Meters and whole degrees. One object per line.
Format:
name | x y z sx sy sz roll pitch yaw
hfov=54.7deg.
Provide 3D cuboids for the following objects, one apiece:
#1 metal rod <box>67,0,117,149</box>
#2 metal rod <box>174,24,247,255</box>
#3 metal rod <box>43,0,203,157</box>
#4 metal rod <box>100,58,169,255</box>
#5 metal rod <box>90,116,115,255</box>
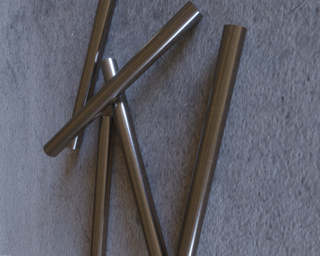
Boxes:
metal rod | -0.105 -0.108 0.488 0.025 0.025 0.298 27 107 36
metal rod | 0.054 0.035 0.358 0.025 0.025 0.298 18 101 38
metal rod | -0.063 -0.054 0.424 0.299 0.025 0.025 -40 66 22
metal rod | -0.038 0.041 0.433 0.025 0.025 0.299 -26 74 37
metal rod | -0.091 0.130 0.477 0.025 0.025 0.298 8 95 39
